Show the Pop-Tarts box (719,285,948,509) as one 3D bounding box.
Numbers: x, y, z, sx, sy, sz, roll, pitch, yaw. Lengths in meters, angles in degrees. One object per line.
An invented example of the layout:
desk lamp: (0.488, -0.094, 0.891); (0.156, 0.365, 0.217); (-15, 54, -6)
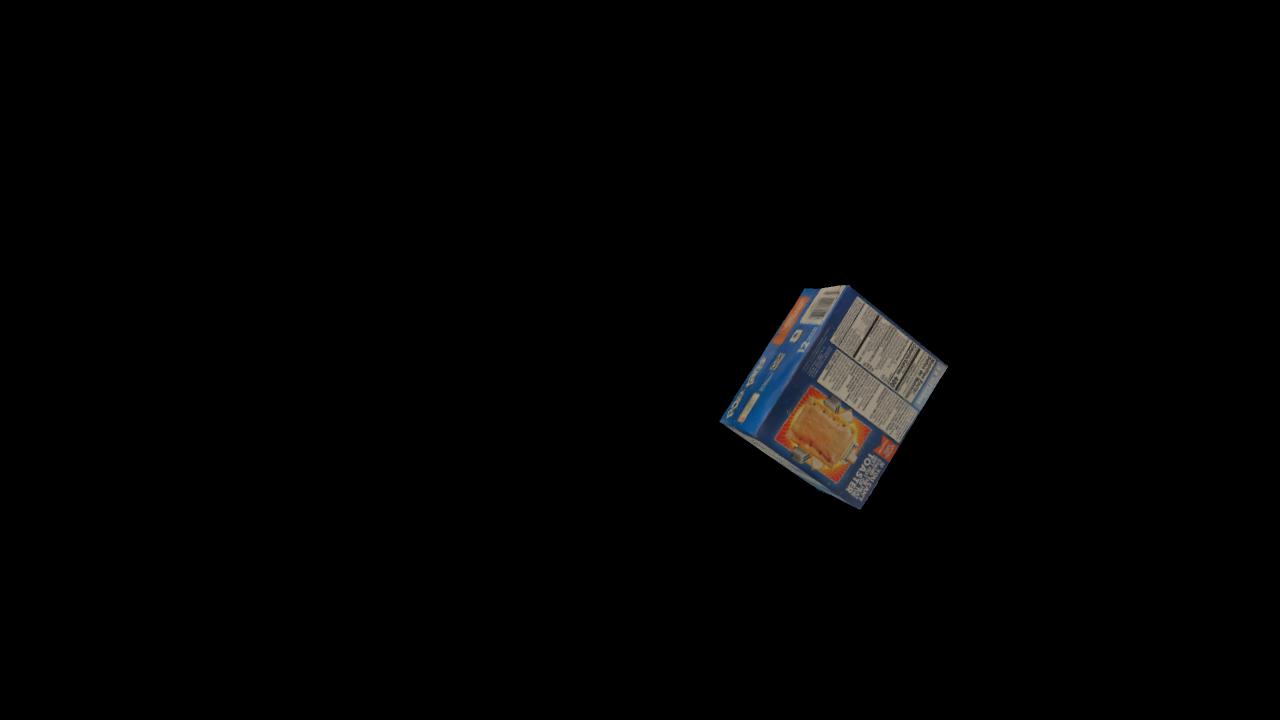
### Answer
Pop-Tarts box: (0.189, 0.034, 0.609); (0.141, 0.167, 0.083); (34, -4, -15)
